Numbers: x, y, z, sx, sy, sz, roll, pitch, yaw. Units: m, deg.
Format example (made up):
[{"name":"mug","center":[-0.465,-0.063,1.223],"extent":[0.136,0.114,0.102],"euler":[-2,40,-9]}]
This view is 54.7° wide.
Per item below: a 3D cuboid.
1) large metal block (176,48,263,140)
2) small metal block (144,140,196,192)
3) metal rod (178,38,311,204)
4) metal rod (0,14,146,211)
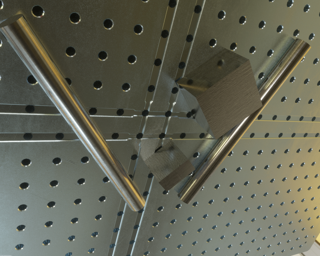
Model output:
[{"name":"large metal block","center":[0.081,-0.045,0.413],"extent":[0.080,0.050,0.080],"euler":[-36,130,-5]},{"name":"small metal block","center":[0.013,0.052,0.436],"extent":[0.050,0.050,0.025],"euler":[-38,130,-3]},{"name":"metal rod","center":[0.124,-0.004,0.479],"extent":[0.025,0.025,0.299],"euler":[27,103,-38]},{"name":"metal rod","center":[-0.084,0.009,0.371],"extent":[0.025,0.025,0.299],"euler":[-32,129,-8]}]
